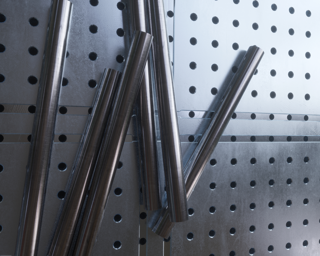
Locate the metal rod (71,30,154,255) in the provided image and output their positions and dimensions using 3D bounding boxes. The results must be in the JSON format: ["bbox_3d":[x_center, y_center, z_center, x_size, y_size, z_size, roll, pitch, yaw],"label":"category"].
[{"bbox_3d":[-0.060,0.030,0.376,0.025,0.025,0.299,16,90,-19],"label":"metal rod"}]

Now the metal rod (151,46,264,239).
[{"bbox_3d":[0.072,0.013,0.438,0.025,0.025,0.300,33,79,-17],"label":"metal rod"}]

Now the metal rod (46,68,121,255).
[{"bbox_3d":[-0.099,0.072,0.376,0.025,0.025,0.299,18,84,-19],"label":"metal rod"}]

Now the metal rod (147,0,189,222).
[{"bbox_3d":[0.008,-0.032,0.401,0.025,0.025,0.299,-5,87,-20],"label":"metal rod"}]

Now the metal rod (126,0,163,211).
[{"bbox_3d":[-0.021,-0.044,0.404,0.025,0.025,0.298,-5,92,-20],"label":"metal rod"}]

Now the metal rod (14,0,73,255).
[{"bbox_3d":[-0.135,-0.001,0.362,0.025,0.025,0.299,8,87,-20],"label":"metal rod"}]
